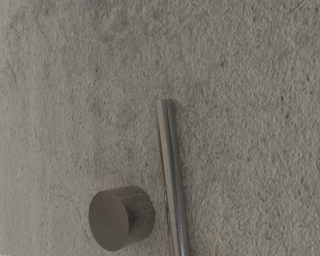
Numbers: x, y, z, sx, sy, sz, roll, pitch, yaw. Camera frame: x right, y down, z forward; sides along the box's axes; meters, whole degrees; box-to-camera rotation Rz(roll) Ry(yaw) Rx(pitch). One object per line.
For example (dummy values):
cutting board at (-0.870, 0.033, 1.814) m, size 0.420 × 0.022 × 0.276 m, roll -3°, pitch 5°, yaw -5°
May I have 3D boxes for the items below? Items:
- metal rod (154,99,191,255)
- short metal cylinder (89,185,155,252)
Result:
metal rod at (0.021, 0.113, 0.385) m, size 0.025 × 0.025 × 0.298 m, roll -11°, pitch 83°, yaw 39°
short metal cylinder at (-0.054, 0.123, 0.431) m, size 0.080 × 0.050 × 0.079 m, roll 0°, pitch 90°, yaw 39°
